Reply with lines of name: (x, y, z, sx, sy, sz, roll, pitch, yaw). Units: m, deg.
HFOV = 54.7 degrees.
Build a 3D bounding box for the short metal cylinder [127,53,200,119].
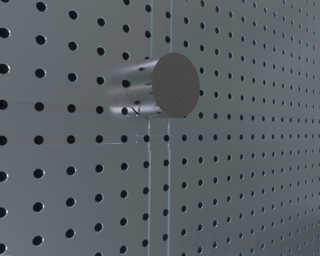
short metal cylinder: (0.005, -0.052, 0.397, 0.081, 0.050, 0.080, 0, 91, -40)
